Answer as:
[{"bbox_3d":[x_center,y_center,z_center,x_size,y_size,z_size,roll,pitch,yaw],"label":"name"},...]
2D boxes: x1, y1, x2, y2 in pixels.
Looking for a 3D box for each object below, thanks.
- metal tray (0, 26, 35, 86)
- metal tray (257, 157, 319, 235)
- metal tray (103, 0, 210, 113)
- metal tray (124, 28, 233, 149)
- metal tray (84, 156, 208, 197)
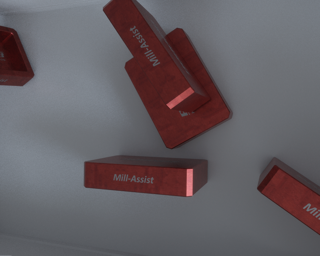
[{"bbox_3d":[-0.255,-0.108,0.441,0.030,0.131,0.090,-29,81,27],"label":"metal tray"},{"bbox_3d":[0.166,0.083,0.317,0.130,0.090,0.030,36,102,16],"label":"metal tray"},{"bbox_3d":[0.000,-0.079,0.342,0.030,0.090,0.130,-36,79,16],"label":"metal tray"},{"bbox_3d":[0.023,-0.049,0.399,0.090,0.030,0.130,-30,80,17],"label":"metal tray"},{"bbox_3d":[-0.014,0.055,0.380,0.130,0.090,0.030,1,91,19],"label":"metal tray"}]
